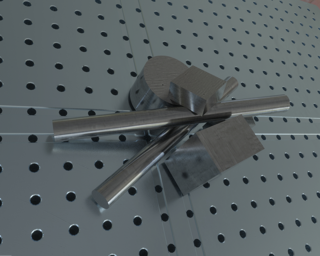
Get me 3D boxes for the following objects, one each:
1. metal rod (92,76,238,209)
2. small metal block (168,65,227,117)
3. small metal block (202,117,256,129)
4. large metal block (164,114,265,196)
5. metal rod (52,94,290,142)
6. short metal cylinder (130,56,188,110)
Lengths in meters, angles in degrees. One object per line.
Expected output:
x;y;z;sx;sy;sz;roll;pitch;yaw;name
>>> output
0.028;0.000;0.419;0.025;0.025;0.302;47;51;4;metal rod
0.046;-0.047;0.383;0.050;0.025;0.050;31;48;21;small metal block
0.098;-0.003;0.442;0.050;0.050;0.025;-1;62;-27;small metal block
0.065;0.033;0.382;0.081;0.080;0.050;-20;73;-36;large metal block
0.027;-0.015;0.383;0.302;0.025;0.025;-7;65;-17;metal rod
0.006;-0.051;0.422;0.081;0.050;0.080;14;55;-21;short metal cylinder
